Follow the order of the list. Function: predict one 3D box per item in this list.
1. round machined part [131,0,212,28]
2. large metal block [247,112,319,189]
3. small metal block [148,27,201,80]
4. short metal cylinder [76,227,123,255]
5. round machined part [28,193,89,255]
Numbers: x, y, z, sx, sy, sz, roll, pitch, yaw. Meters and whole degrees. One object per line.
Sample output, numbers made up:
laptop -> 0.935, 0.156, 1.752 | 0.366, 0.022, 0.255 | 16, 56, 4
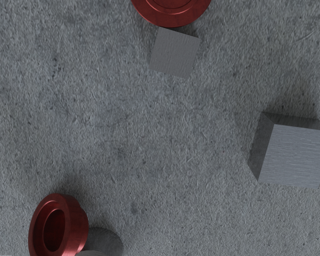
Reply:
round machined part -> 0.013, -0.161, 0.342 | 0.099, 0.042, 0.097 | 0, 110, -1
large metal block -> 0.171, 0.029, 0.410 | 0.081, 0.050, 0.079 | 8, 110, -3
small metal block -> 0.017, -0.092, 0.376 | 0.050, 0.025, 0.050 | 15, 109, -6
short metal cylinder -> -0.098, 0.199, 0.469 | 0.081, 0.050, 0.079 | 0, 110, -1
round machined part -> -0.137, 0.142, 0.432 | 0.098, 0.098, 0.042 | -49, 139, 15
